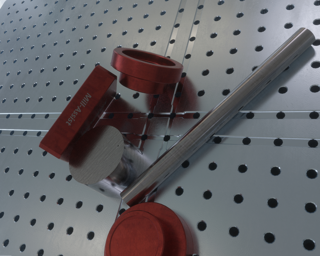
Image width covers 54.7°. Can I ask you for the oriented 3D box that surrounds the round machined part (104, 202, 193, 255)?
[{"bbox_3d":[-0.018,0.126,0.329,0.098,0.042,0.098,-13,56,21],"label":"round machined part"}]

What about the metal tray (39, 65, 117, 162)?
[{"bbox_3d":[-0.109,-0.016,0.434,0.030,0.090,0.130,33,77,-2],"label":"metal tray"}]

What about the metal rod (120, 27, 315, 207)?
[{"bbox_3d":[0.071,-0.013,0.378,0.300,0.025,0.025,-42,51,-2],"label":"metal rod"}]

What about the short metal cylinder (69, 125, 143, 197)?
[{"bbox_3d":[-0.069,0.043,0.402,0.080,0.050,0.080,-13,56,21],"label":"short metal cylinder"}]

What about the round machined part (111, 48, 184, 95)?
[{"bbox_3d":[-0.020,-0.078,0.432,0.098,0.099,0.042,33,117,38],"label":"round machined part"}]
